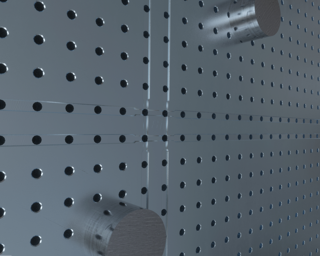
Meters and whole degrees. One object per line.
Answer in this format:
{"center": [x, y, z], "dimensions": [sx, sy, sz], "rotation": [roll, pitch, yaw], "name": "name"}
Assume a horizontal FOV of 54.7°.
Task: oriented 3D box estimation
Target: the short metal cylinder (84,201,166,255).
{"center": [-0.040, 0.130, 0.362], "dimensions": [0.081, 0.050, 0.079], "rotation": [0, 90, -40], "name": "short metal cylinder"}

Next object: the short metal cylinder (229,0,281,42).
{"center": [0.164, -0.193, 0.533], "dimensions": [0.081, 0.050, 0.079], "rotation": [0, 90, -40], "name": "short metal cylinder"}
